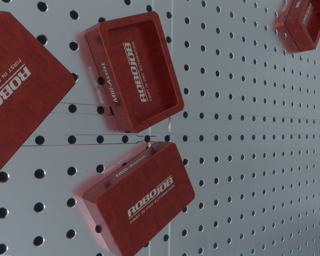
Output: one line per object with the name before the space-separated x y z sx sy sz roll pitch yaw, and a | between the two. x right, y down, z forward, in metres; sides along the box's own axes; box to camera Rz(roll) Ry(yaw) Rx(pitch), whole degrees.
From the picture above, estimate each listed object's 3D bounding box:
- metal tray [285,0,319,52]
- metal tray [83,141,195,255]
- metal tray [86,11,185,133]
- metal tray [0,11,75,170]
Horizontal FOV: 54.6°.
metal tray | 0.322 -0.243 0.672 0.090 0.030 0.130 42 65 -32
metal tray | -0.019 0.085 0.389 0.131 0.030 0.090 -34 111 -35
metal tray | -0.026 -0.069 0.382 0.091 0.030 0.129 -28 108 -36
metal tray | -0.151 -0.028 0.278 0.090 0.030 0.130 48 62 -29
